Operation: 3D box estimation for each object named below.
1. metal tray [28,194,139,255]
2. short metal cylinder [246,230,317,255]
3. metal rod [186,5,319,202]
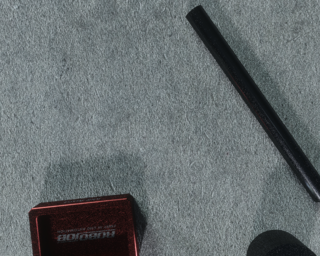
[{"bbox_3d":[-0.097,0.140,0.406,0.131,0.030,0.089,-6,90,0],"label":"metal tray"},{"bbox_3d":[0.158,0.179,0.399,0.081,0.050,0.079,0,90,0],"label":"short metal cylinder"},{"bbox_3d":[0.130,-0.032,0.410,0.025,0.025,0.299,-35,90,0],"label":"metal rod"}]
